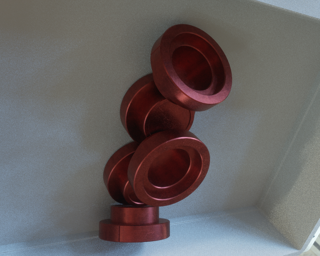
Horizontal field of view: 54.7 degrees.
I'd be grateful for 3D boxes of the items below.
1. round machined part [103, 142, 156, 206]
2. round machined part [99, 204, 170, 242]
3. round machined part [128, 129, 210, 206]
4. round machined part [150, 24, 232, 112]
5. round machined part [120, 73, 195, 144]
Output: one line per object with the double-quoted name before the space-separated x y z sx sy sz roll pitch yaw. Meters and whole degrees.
"round machined part" -0.024 0.069 0.426 0.099 0.042 0.097 -14 125 -21
"round machined part" -0.035 0.130 0.435 0.099 0.098 0.042 6 78 -32
"round machined part" 0.007 0.043 0.372 0.099 0.042 0.097 -14 125 -21
"round machined part" 0.031 -0.064 0.351 0.099 0.098 0.042 7 157 -32
"round machined part" 0.004 -0.017 0.388 0.099 0.042 0.097 -14 125 -21
